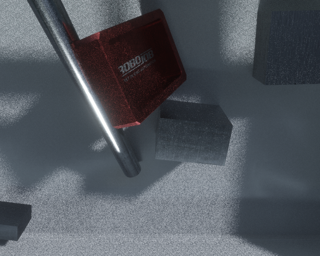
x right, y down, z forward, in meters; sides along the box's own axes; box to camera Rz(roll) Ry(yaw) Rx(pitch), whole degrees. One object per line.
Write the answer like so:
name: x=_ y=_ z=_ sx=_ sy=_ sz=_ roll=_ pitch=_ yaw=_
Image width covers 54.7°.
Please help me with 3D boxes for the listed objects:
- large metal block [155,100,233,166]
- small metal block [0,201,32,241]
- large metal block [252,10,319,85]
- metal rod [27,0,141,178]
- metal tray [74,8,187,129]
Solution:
large metal block: x=0.037 y=0.003 z=0.384 sx=0.081 sy=0.080 sz=0.050 roll=6 pitch=110 yaw=-3
small metal block: x=-0.219 y=0.132 z=0.444 sx=0.050 sy=0.050 sz=0.025 roll=8 pitch=110 yaw=-4
large metal block: x=0.159 y=-0.096 z=0.365 sx=0.081 sy=0.050 sz=0.079 roll=-2 pitch=110 yaw=0
metal rod: x=-0.073 y=-0.040 z=0.328 sx=0.025 sy=0.025 sz=0.299 roll=-14 pitch=136 yaw=5
metal tray: x=-0.021 y=-0.068 z=0.330 sx=0.030 sy=0.131 sz=0.090 roll=-10 pitch=113 yaw=33
